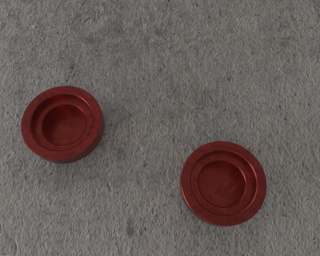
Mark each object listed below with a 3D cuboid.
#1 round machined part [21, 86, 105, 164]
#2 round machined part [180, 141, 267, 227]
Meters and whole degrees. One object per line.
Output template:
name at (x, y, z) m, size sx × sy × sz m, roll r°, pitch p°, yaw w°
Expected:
round machined part at (-0.120, -0.002, 0.399) m, size 0.099 × 0.042 × 0.098 m, roll 0°, pitch 70°, yaw 0°
round machined part at (0.073, 0.068, 0.374) m, size 0.099 × 0.042 × 0.098 m, roll 0°, pitch 70°, yaw 0°
